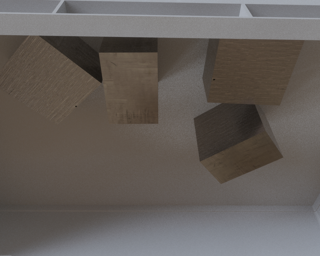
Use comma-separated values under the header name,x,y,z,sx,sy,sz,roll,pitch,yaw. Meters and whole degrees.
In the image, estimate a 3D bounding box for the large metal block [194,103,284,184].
name,x,y,z,sx,sy,sz,roll,pitch,yaw
large metal block,0.093,0.010,0.383,0.080,0.080,0.050,-29,125,22

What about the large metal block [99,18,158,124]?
name,x,y,z,sx,sy,sz,roll,pitch,yaw
large metal block,-0.027,-0.060,0.321,0.050,0.080,0.079,0,130,0

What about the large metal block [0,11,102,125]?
name,x,y,z,sx,sy,sz,roll,pitch,yaw
large metal block,-0.117,-0.062,0.338,0.080,0.050,0.080,-37,122,27

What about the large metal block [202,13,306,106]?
name,x,y,z,sx,sy,sz,roll,pitch,yaw
large metal block,0.094,-0.073,0.332,0.081,0.050,0.079,2,130,-3

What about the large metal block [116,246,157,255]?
name,x,y,z,sx,sy,sz,roll,pitch,yaw
large metal block,-0.047,0.300,0.650,0.080,0.050,0.080,-30,124,23
